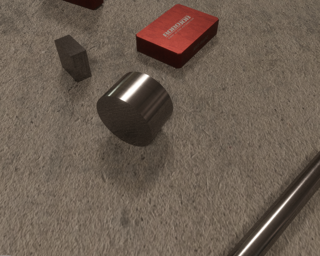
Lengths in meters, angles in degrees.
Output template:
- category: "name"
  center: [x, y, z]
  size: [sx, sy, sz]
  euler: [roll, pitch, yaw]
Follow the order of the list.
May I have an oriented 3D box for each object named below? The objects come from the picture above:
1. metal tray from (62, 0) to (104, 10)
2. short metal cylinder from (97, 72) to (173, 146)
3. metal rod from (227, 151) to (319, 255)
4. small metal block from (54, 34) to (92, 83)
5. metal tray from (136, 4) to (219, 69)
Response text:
- category: "metal tray"
  center: [-0.177, -0.294, 0.605]
  size: [0.130, 0.089, 0.030]
  euler: [23, 54, 18]
- category: "short metal cylinder"
  center: [-0.031, -0.023, 0.386]
  size: [0.080, 0.080, 0.050]
  euler: [25, 54, 19]
- category: "metal rod"
  center: [0.095, 0.115, 0.307]
  size: [0.302, 0.025, 0.025]
  euler: [-36, 59, -27]
- category: "small metal block"
  center: [-0.133, -0.106, 0.474]
  size: [0.025, 0.050, 0.050]
  euler: [-32, 57, -24]
- category: "metal tray"
  center: [0.032, -0.163, 0.538]
  size: [0.090, 0.030, 0.131]
  euler: [29, 55, 21]
